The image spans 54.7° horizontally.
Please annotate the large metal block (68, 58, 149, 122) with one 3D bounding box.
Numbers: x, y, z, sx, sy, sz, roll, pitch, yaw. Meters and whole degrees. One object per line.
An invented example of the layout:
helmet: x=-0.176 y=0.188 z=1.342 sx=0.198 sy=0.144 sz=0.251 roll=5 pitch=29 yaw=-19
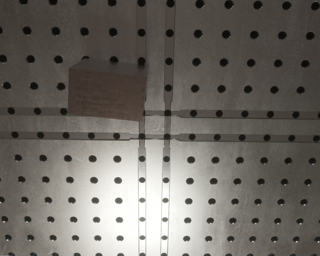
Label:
large metal block: x=-0.057 y=-0.048 z=0.366 sx=0.081 sy=0.080 sz=0.050 roll=6 pitch=110 yaw=-3
